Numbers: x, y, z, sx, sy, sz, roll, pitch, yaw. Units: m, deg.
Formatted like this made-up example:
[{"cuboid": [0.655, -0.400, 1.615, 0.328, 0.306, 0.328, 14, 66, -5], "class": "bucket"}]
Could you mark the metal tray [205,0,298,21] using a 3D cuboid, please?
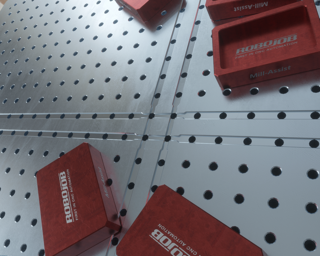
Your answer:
[{"cuboid": [0.140, -0.213, 0.462, 0.130, 0.030, 0.090, 0, 62, 28], "class": "metal tray"}]

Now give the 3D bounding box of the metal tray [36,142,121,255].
[{"cuboid": [-0.112, 0.093, 0.408, 0.090, 0.030, 0.130, -31, 52, 8], "class": "metal tray"}]

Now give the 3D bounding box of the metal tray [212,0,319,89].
[{"cuboid": [0.135, -0.107, 0.399, 0.130, 0.030, 0.090, -11, 57, 22], "class": "metal tray"}]

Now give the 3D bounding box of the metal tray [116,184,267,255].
[{"cuboid": [0.028, 0.127, 0.313, 0.130, 0.030, 0.090, 27, 77, 37], "class": "metal tray"}]

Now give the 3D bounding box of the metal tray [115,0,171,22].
[{"cuboid": [-0.032, -0.261, 0.584, 0.090, 0.030, 0.130, -42, 51, -1], "class": "metal tray"}]
